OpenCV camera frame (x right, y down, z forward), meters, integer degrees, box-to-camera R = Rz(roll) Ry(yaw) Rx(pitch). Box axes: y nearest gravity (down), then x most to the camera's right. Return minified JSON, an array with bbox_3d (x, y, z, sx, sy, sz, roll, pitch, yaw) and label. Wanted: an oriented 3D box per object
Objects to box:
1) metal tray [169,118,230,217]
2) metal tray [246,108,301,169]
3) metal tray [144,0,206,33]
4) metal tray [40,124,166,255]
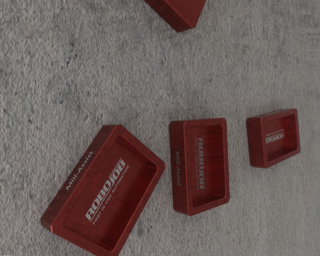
[{"bbox_3d":[0.060,0.052,0.450,0.091,0.030,0.129,-5,94,-40],"label":"metal tray"},{"bbox_3d":[0.216,0.016,0.581,0.131,0.030,0.089,-13,98,-39],"label":"metal tray"},{"bbox_3d":[0.030,-0.211,0.425,0.090,0.030,0.130,34,69,-35],"label":"metal tray"},{"bbox_3d":[-0.058,0.072,0.352,0.090,0.030,0.130,44,63,-31],"label":"metal tray"}]
